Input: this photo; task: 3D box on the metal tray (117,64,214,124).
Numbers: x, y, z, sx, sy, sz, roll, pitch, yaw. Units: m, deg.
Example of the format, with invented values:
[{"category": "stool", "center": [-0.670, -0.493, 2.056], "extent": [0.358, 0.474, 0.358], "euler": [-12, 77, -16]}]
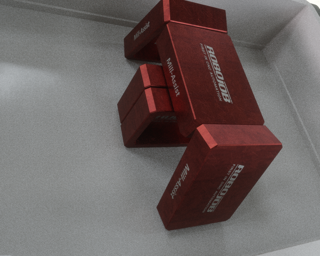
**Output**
[{"category": "metal tray", "center": [0.022, -0.036, 0.396], "extent": [0.131, 0.090, 0.030], "euler": [1, 62, -28]}]

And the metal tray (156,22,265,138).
[{"category": "metal tray", "center": [0.054, -0.053, 0.346], "extent": [0.091, 0.030, 0.130], "euler": [1, 61, -28]}]

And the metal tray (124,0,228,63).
[{"category": "metal tray", "center": [0.016, -0.124, 0.420], "extent": [0.091, 0.130, 0.030], "euler": [1, 82, -28]}]

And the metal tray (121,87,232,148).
[{"category": "metal tray", "center": [0.028, -0.009, 0.383], "extent": [0.131, 0.090, 0.030], "euler": [1, 62, -28]}]

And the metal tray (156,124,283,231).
[{"category": "metal tray", "center": [0.060, 0.055, 0.333], "extent": [0.091, 0.129, 0.030], "euler": [1, 40, -29]}]
